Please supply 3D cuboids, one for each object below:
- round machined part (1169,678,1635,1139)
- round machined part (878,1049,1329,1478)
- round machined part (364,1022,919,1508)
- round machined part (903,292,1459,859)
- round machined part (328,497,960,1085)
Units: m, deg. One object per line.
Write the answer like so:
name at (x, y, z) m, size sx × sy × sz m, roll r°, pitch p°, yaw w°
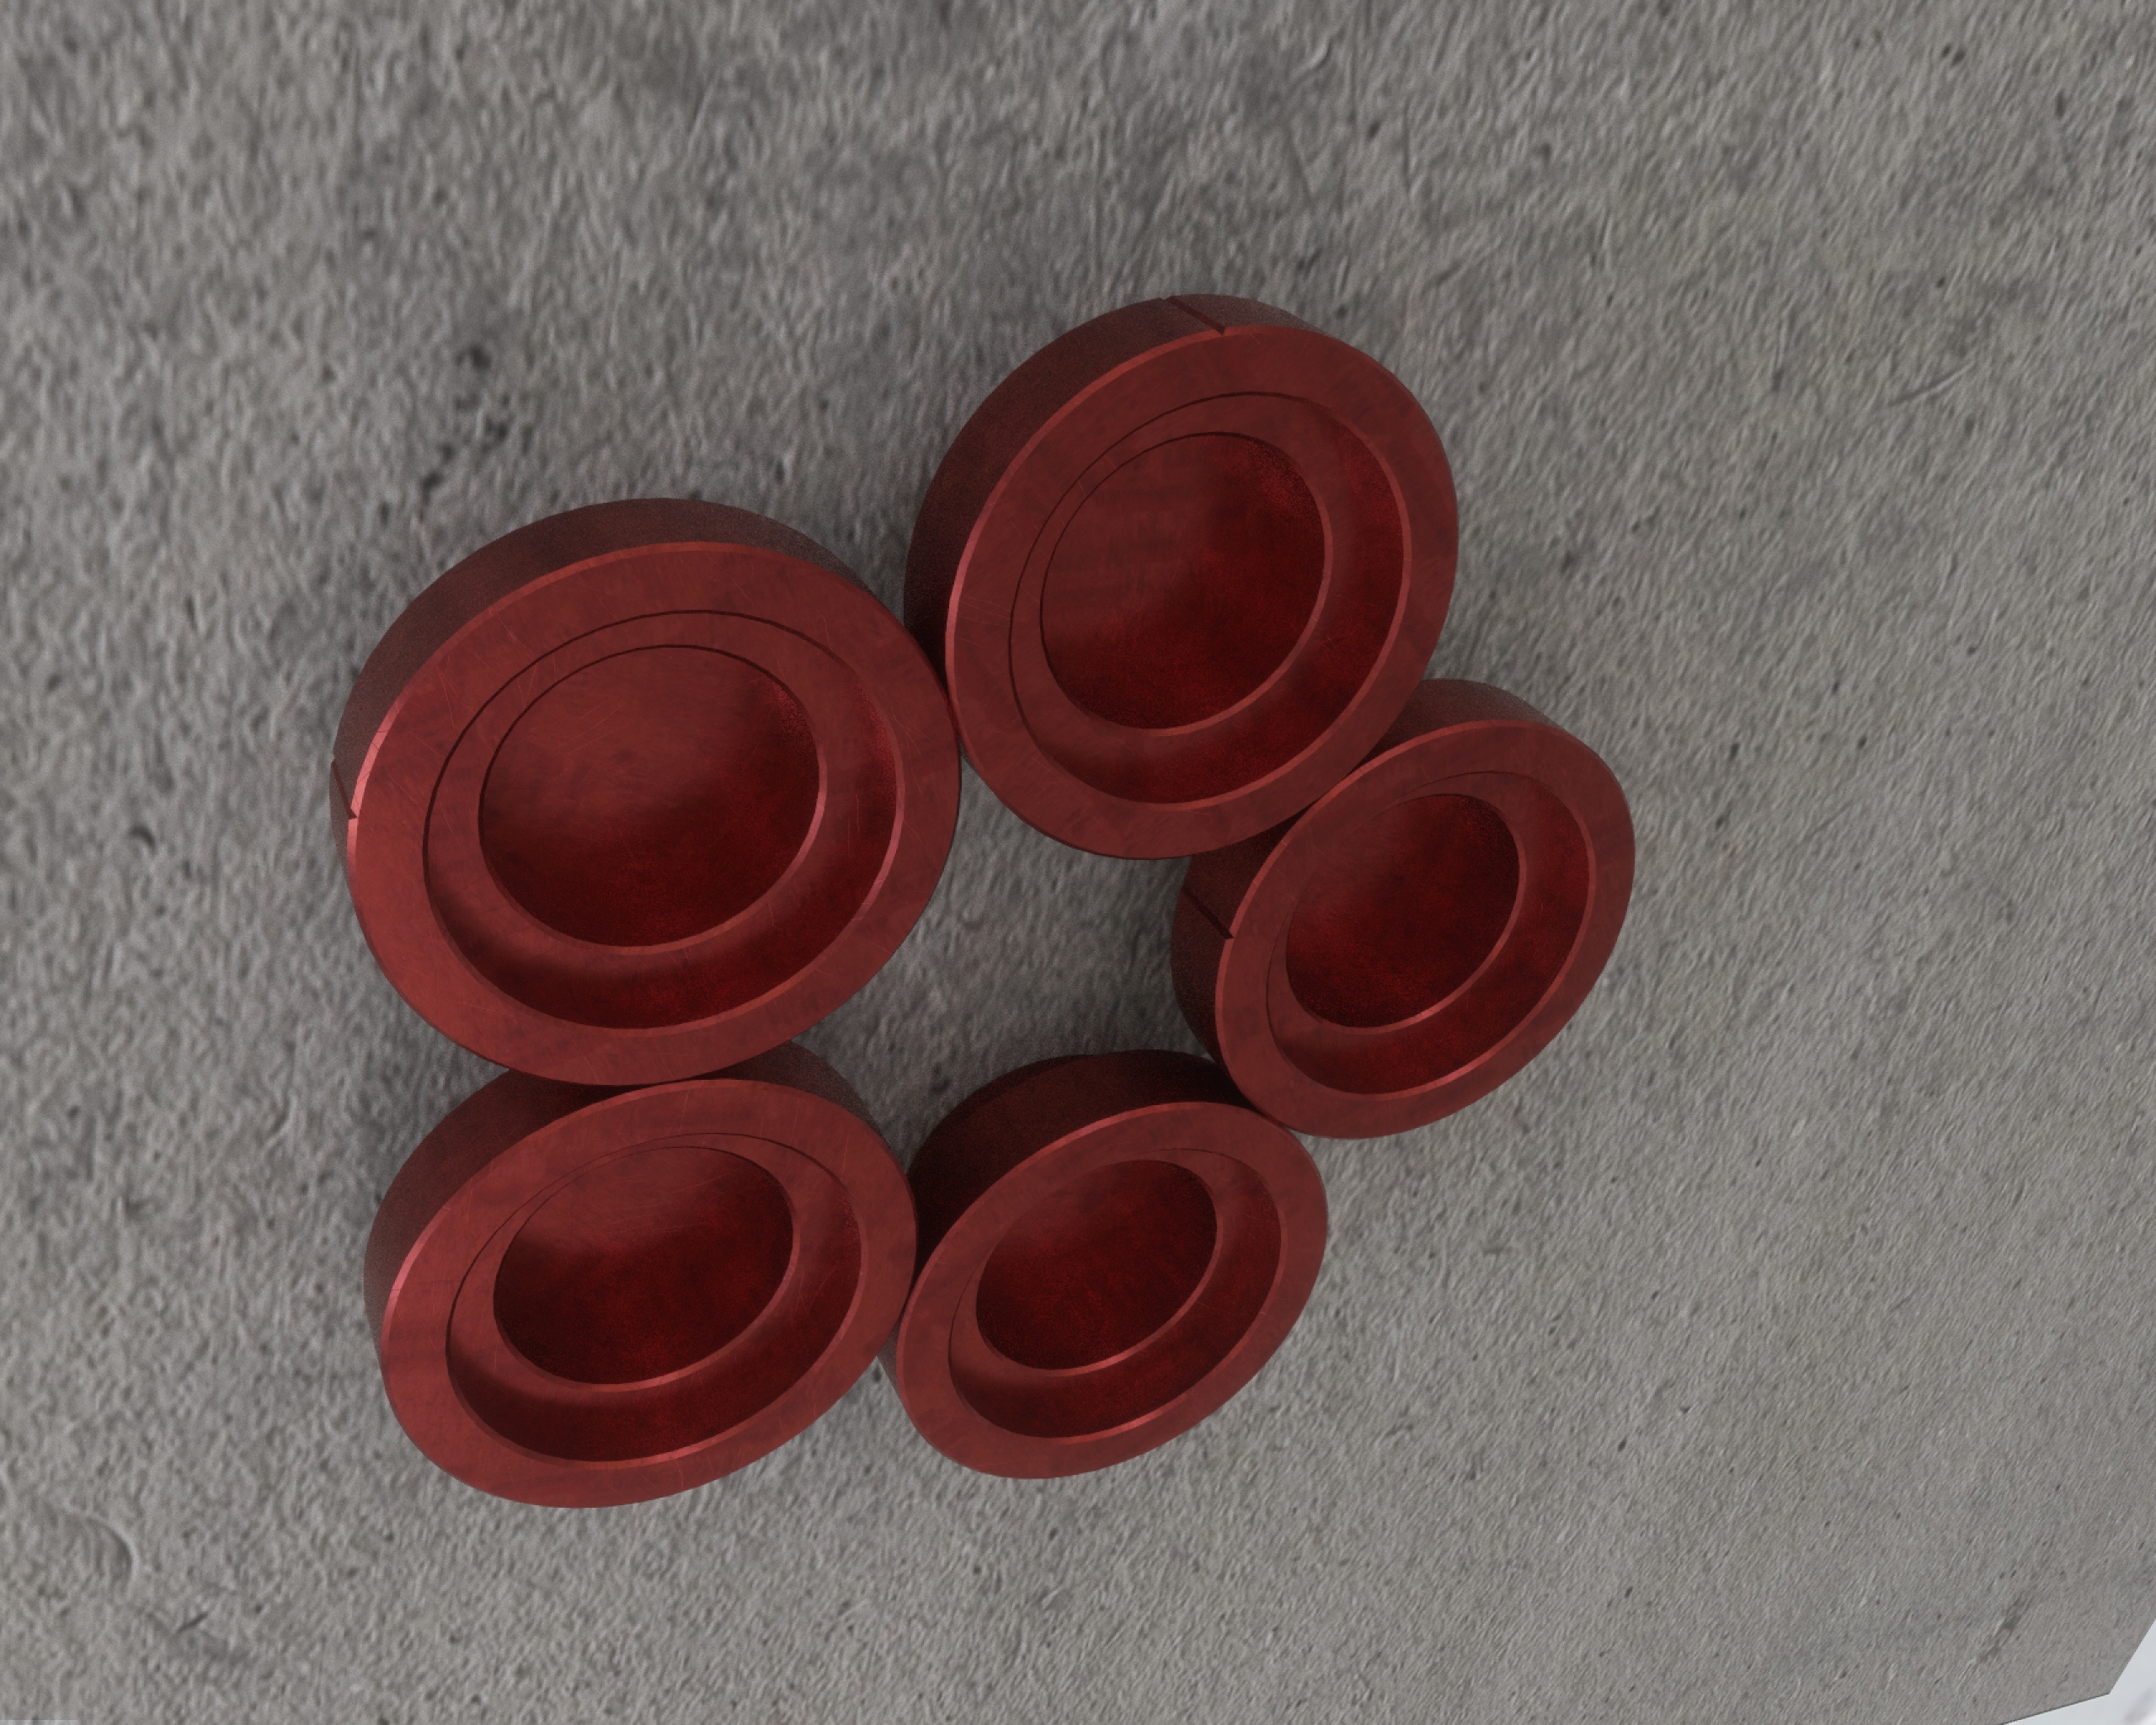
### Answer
round machined part at (0.063, 0.006, 0.433) m, size 0.099 × 0.042 × 0.097 m, roll -14°, pitch 124°, yaw -21°
round machined part at (0.001, 0.080, 0.445) m, size 0.099 × 0.042 × 0.097 m, roll -14°, pitch 124°, yaw -21°
round machined part at (-0.083, 0.070, 0.394) m, size 0.099 × 0.042 × 0.097 m, roll -14°, pitch 124°, yaw -21°
round machined part at (0.015, -0.053, 0.371) m, size 0.099 × 0.042 × 0.097 m, roll -14°, pitch 124°, yaw -21°
round machined part at (-0.073, -0.015, 0.347) m, size 0.099 × 0.042 × 0.097 m, roll -14°, pitch 124°, yaw -21°
